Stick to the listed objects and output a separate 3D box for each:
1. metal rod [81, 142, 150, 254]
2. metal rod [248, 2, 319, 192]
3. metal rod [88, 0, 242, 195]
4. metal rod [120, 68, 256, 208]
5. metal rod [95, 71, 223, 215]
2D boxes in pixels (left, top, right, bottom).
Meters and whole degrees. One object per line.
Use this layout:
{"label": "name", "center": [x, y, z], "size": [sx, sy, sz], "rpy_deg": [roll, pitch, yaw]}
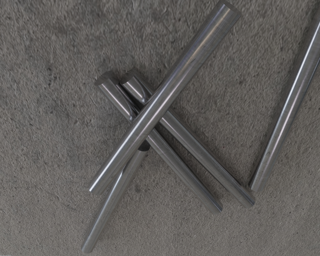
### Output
{"label": "metal rod", "center": [-0.084, 0.128, 0.514], "size": [0.025, 0.025, 0.298], "rpy_deg": [18, 128, -15]}
{"label": "metal rod", "center": [0.161, -0.023, 0.388], "size": [0.025, 0.025, 0.298], "rpy_deg": [3, 130, -3]}
{"label": "metal rod", "center": [-0.013, -0.012, 0.362], "size": [0.025, 0.025, 0.298], "rpy_deg": [25, 126, -20]}
{"label": "metal rod", "center": [0.055, 0.031, 0.433], "size": [0.025, 0.025, 0.300], "rpy_deg": [-30, 124, 23]}
{"label": "metal rod", "center": [0.015, 0.039, 0.439], "size": [0.025, 0.025, 0.300], "rpy_deg": [-26, 126, 20]}
